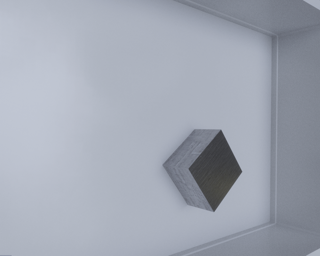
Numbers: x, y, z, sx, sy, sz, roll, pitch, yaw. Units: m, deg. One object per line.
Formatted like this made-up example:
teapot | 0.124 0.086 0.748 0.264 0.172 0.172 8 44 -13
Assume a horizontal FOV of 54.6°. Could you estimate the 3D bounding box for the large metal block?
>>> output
large metal block | 0.063 0.058 0.442 0.080 0.050 0.080 -45 117 -30
